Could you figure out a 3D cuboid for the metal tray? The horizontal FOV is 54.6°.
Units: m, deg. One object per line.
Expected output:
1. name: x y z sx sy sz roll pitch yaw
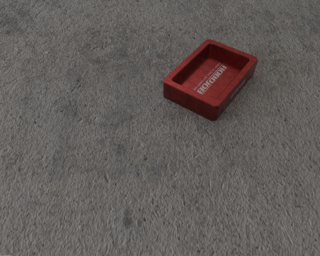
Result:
1. metal tray: 0.076 -0.077 0.464 0.090 0.030 0.131 29 56 22
